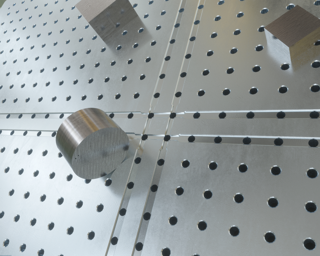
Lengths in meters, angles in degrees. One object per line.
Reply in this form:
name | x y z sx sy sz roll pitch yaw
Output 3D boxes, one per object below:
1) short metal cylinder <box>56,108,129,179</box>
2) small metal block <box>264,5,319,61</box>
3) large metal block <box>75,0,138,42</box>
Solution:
short metal cylinder | -0.088 0.020 0.407 0.080 0.080 0.050 -46 51 -4
small metal block | 0.170 -0.121 0.393 0.050 0.025 0.050 -34 51 5
large metal block | -0.101 -0.221 0.581 0.080 0.050 0.080 -39 51 2
